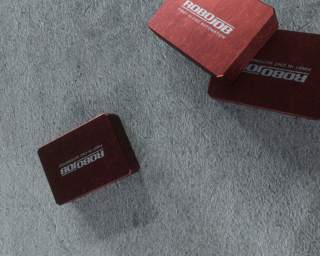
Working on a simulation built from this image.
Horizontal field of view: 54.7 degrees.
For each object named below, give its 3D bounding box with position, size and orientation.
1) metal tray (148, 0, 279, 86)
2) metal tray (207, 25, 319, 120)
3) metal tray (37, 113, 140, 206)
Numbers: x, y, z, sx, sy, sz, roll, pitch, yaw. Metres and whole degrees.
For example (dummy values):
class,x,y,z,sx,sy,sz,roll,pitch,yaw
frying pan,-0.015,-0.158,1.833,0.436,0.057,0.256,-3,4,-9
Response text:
class,x,y,z,sx,sy,sz,roll,pitch,yaw
metal tray,0.058,-0.122,0.365,0.130,0.030,0.090,44,99,29
metal tray,0.130,-0.066,0.360,0.130,0.030,0.089,14,95,19
metal tray,-0.104,0.045,0.443,0.130,0.030,0.090,-26,82,18
